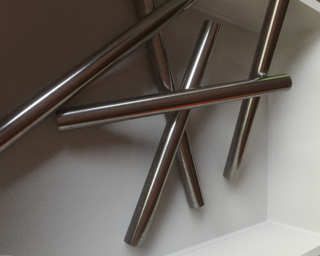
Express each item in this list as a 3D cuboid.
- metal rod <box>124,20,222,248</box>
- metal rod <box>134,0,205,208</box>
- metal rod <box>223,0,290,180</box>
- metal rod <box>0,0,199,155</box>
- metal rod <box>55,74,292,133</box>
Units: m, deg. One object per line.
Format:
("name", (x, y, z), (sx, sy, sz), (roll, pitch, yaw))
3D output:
("metal rod", (0.018, 0.003, 0.396), (0.025, 0.025, 0.299), (24, 83, -38))
("metal rod", (0.016, -0.029, 0.422), (0.025, 0.025, 0.298), (-25, 106, -38))
("metal rod", (0.136, -0.054, 0.445), (0.025, 0.025, 0.298), (-15, 125, -39))
("metal rod", (-0.058, -0.077, 0.338), (0.301, 0.025, 0.025), (-44, 117, -24))
("metal rod", (0.032, -0.035, 0.372), (0.303, 0.025, 0.025), (-11, 98, -20))
